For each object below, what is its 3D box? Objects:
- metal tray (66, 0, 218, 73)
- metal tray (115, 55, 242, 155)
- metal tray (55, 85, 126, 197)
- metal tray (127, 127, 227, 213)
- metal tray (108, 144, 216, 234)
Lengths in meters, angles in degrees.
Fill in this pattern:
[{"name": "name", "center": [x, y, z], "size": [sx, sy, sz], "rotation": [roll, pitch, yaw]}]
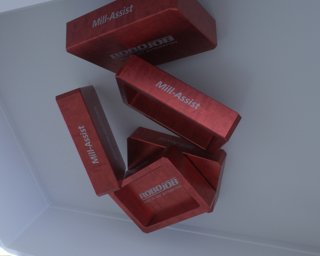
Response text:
[{"name": "metal tray", "center": [-0.019, -0.094, 0.317], "size": [0.130, 0.090, 0.030], "rotation": [-9, 77, 32]}, {"name": "metal tray", "center": [0.017, -0.022, 0.348], "size": [0.130, 0.030, 0.090], "rotation": [31, 167, 7]}, {"name": "metal tray", "center": [-0.084, 0.012, 0.402], "size": [0.030, 0.090, 0.129], "rotation": [-20, 100, 2]}, {"name": "metal tray", "center": [0.019, 0.057, 0.430], "size": [0.130, 0.030, 0.089], "rotation": [15, 125, 19]}, {"name": "metal tray", "center": [-0.002, 0.087, 0.419], "size": [0.130, 0.030, 0.090], "rotation": [-34, 100, 38]}]
